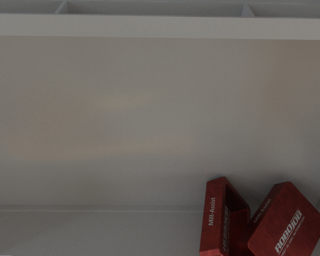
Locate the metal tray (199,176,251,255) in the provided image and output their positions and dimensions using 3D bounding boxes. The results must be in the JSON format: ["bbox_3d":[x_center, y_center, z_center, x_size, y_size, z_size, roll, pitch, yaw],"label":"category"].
[{"bbox_3d":[0.101,0.149,0.459,0.030,0.130,0.090,-25,119,31],"label":"metal tray"}]

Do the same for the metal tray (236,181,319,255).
[{"bbox_3d":[0.182,0.155,0.457,0.090,0.131,0.030,48,151,0],"label":"metal tray"}]
